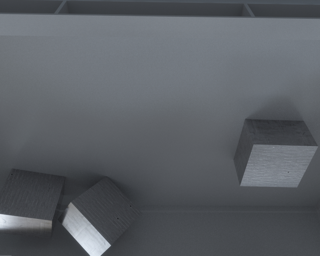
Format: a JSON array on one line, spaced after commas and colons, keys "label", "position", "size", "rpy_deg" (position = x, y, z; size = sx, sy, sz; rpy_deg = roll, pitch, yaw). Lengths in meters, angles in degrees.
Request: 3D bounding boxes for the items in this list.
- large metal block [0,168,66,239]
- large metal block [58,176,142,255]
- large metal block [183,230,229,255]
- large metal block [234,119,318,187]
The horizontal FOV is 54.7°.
[{"label": "large metal block", "position": [-0.194, 0.114, 0.468], "size": [0.081, 0.080, 0.050], "rpy_deg": [11, 129, -9]}, {"label": "large metal block", "position": [-0.088, 0.132, 0.464], "size": [0.080, 0.080, 0.050], "rpy_deg": [45, 123, 7]}, {"label": "large metal block", "position": [0.090, 0.247, 0.587], "size": [0.080, 0.080, 0.050], "rpy_deg": [-7, 130, 6]}, {"label": "large metal block", "position": [0.153, 0.035, 0.424], "size": [0.081, 0.050, 0.079], "rpy_deg": [2, 130, -2]}]
